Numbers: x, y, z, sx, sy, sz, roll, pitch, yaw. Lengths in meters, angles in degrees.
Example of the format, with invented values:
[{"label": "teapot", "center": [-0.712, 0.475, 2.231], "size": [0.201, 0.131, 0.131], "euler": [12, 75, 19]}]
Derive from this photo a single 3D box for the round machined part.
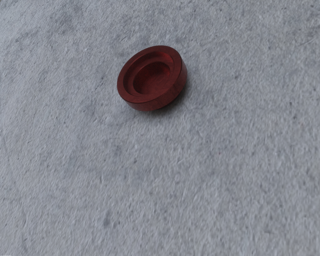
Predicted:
[{"label": "round machined part", "center": [-0.007, -0.065, 0.435], "size": [0.098, 0.042, 0.098], "euler": [-13, 56, 20]}]
